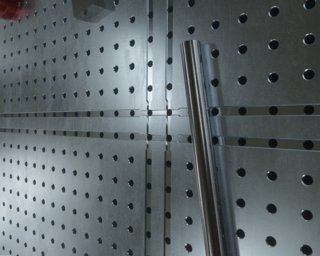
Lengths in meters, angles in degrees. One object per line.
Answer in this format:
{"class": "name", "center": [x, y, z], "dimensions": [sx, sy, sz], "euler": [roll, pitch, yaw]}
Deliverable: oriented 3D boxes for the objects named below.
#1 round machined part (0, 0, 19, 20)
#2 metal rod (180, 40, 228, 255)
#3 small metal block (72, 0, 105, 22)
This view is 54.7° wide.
{"class": "round machined part", "center": [-0.360, -0.297, 0.695], "dimensions": [0.098, 0.042, 0.097], "euler": [0, 90, 40]}
{"class": "metal rod", "center": [0.054, 0.044, 0.364], "dimensions": [0.025, 0.025, 0.298], "euler": [-11, 83, 39]}
{"class": "small metal block", "center": [-0.119, -0.211, 0.508], "dimensions": [0.050, 0.025, 0.050], "euler": [-16, 80, 38]}
